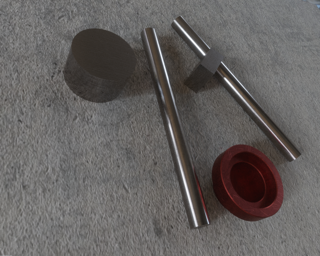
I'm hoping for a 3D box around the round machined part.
[{"bbox_3d":[0.110,0.074,0.409,0.099,0.042,0.098,14,56,-21],"label":"round machined part"}]

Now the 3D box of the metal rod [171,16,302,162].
[{"bbox_3d":[0.123,-0.069,0.513,0.025,0.025,0.300,-33,81,-38],"label":"metal rod"}]

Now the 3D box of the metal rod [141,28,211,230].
[{"bbox_3d":[0.015,-0.017,0.423,0.025,0.025,0.299,0,62,-28],"label":"metal rod"}]

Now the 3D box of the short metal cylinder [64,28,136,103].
[{"bbox_3d":[-0.077,-0.079,0.396,0.081,0.050,0.080,14,56,-21],"label":"short metal cylinder"}]

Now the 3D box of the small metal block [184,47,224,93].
[{"bbox_3d":[0.068,-0.090,0.481,0.025,0.050,0.050,37,51,-5],"label":"small metal block"}]
